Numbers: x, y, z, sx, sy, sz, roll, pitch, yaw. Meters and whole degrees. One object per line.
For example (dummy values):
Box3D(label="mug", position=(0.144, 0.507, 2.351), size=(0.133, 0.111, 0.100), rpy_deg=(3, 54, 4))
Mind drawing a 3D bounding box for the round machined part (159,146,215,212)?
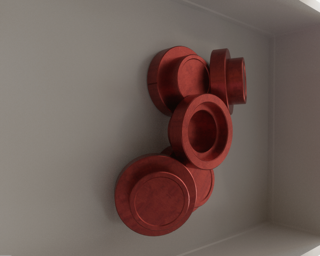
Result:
Box3D(label="round machined part", position=(0.038, 0.072, 0.427), size=(0.099, 0.042, 0.097), rpy_deg=(0, 90, -40))

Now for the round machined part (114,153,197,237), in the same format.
Box3D(label="round machined part", position=(-0.004, 0.081, 0.365), size=(0.099, 0.042, 0.097), rpy_deg=(-1, 94, -11))

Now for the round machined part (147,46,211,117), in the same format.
Box3D(label="round machined part", position=(0.034, -0.063, 0.423), size=(0.099, 0.042, 0.097), rpy_deg=(0, 90, -40))

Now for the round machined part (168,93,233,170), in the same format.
Box3D(label="round machined part", position=(0.049, 0.005, 0.408), size=(0.099, 0.042, 0.097), rpy_deg=(0, 90, -40))

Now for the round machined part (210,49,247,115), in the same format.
Box3D(label="round machined part", position=(0.103, -0.068, 0.455), size=(0.098, 0.042, 0.097), rpy_deg=(-3, 90, -71))
